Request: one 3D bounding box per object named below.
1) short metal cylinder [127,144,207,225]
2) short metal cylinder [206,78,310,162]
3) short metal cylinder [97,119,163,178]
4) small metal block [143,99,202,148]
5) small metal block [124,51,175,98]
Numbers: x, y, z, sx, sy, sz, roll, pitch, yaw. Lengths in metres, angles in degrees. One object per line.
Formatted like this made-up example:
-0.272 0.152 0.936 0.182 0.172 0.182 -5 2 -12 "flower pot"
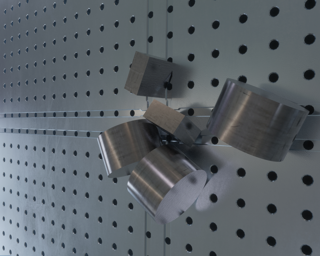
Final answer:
0.009 0.066 0.366 0.050 0.081 0.079 40 114 33 "short metal cylinder"
0.092 -0.010 0.298 0.080 0.081 0.050 33 111 35 "short metal cylinder"
-0.036 0.028 0.403 0.080 0.081 0.050 -31 71 36 "short metal cylinder"
0.015 -0.005 0.377 0.050 0.050 0.025 31 87 35 "small metal block"
-0.013 -0.068 0.404 0.025 0.050 0.050 31 110 35 "small metal block"
